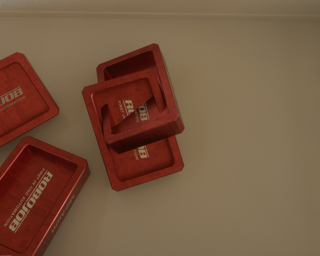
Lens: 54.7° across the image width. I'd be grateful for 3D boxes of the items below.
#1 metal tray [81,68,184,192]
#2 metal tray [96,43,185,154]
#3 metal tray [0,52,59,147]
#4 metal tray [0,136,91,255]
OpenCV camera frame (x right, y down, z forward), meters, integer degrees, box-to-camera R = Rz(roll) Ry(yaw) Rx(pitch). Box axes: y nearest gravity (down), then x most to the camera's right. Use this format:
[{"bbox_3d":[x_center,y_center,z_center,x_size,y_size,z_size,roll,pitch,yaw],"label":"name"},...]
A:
[{"bbox_3d":[-0.033,0.002,0.383,0.091,0.030,0.129,-17,91,-6],"label":"metal tray"},{"bbox_3d":[-0.029,-0.041,0.393,0.090,0.030,0.130,-19,56,8],"label":"metal tray"},{"bbox_3d":[-0.208,-0.026,0.389,0.131,0.030,0.090,-32,109,-11],"label":"metal tray"},{"bbox_3d":[-0.152,0.081,0.361,0.090,0.030,0.130,21,59,7],"label":"metal tray"}]
